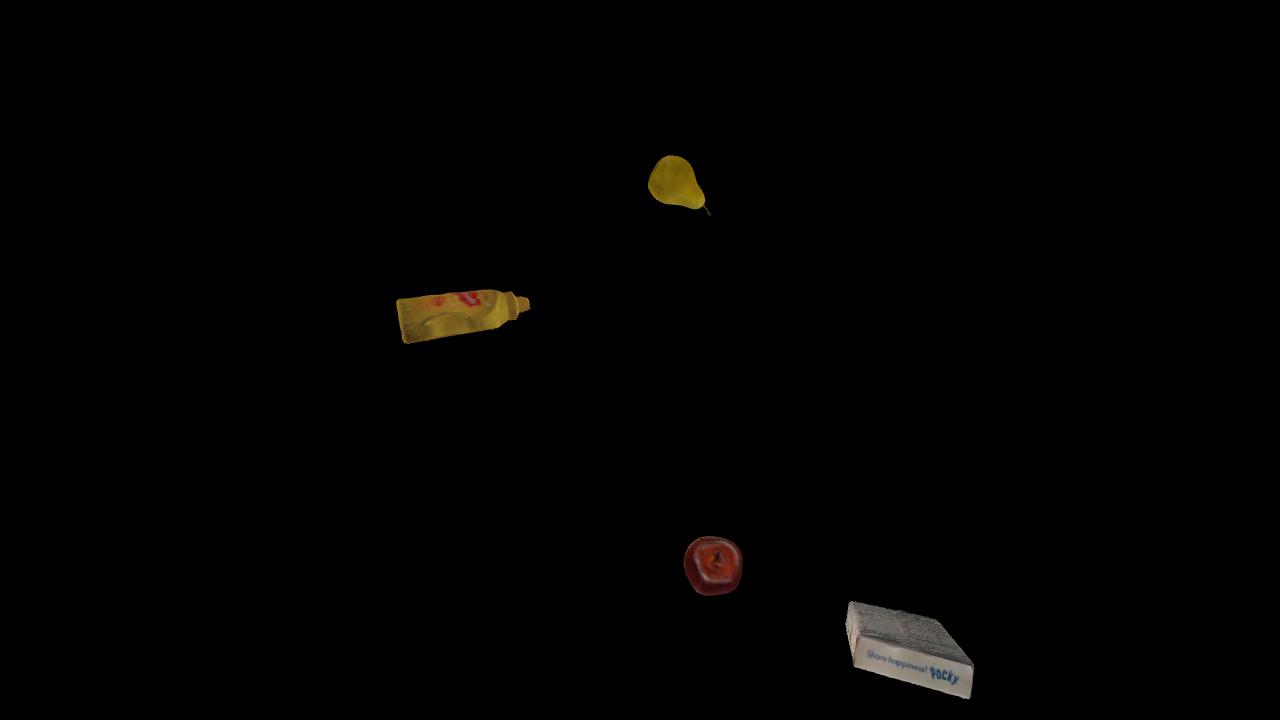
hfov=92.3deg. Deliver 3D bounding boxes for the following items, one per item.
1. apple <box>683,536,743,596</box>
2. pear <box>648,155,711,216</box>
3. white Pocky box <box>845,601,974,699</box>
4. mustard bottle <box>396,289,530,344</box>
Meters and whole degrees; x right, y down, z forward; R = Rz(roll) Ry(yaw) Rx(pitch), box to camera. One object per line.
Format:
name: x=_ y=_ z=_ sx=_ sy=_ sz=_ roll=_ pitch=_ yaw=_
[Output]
apple: x=0.096 y=0.269 z=0.806 sx=0.079 sy=0.079 sz=0.093 roll=0 pitch=-31 yaw=-5
pear: x=0.070 y=-0.270 z=0.967 sx=0.111 sy=0.080 sz=0.080 roll=29 pitch=-8 yaw=-15
white Pocky box: x=0.223 y=0.240 z=0.526 sx=0.084 sy=0.028 sz=0.154 roll=8 pitch=-9 yaw=18
mustard bottle: x=-0.249 y=-0.068 z=0.883 sx=0.184 sy=0.054 sz=0.092 roll=-10 pitch=26 yaw=-20
